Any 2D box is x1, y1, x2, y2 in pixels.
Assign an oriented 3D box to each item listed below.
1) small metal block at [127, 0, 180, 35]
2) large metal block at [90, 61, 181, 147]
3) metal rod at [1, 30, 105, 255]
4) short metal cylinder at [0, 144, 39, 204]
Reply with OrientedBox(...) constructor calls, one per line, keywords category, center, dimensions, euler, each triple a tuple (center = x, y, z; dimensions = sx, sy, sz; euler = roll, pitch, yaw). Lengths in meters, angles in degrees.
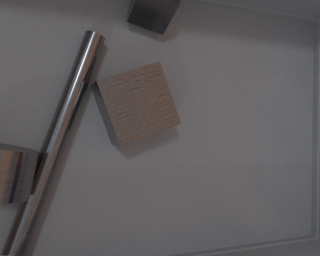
OrientedBox(category="small metal block", center=(-0.009, -0.153, 0.392), dimensions=(0.050, 0.050, 0.025), euler=(14, 49, -20))
OrientedBox(category="large metal block", center=(-0.031, -0.029, 0.387), dimensions=(0.081, 0.050, 0.080), euler=(-21, 98, -19))
OrientedBox(category="metal rod", center=(-0.127, 0.027, 0.364), dimensions=(0.025, 0.025, 0.299), euler=(21, 83, -19))
OrientedBox(category="short metal cylinder", center=(-0.172, 0.043, 0.318), dimensions=(0.081, 0.080, 0.050), euler=(12, 86, -20))
